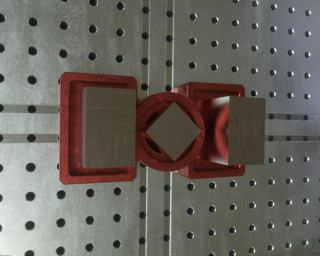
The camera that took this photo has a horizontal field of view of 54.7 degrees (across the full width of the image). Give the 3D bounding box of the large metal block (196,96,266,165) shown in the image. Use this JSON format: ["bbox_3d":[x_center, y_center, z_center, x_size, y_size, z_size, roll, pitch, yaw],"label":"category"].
[{"bbox_3d":[0.089,0.003,0.402,0.050,0.080,0.080,2,90,-20],"label":"large metal block"}]

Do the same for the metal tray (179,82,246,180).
[{"bbox_3d":[0.074,0.003,0.436,0.091,0.030,0.129,0,90,-20],"label":"metal tray"}]

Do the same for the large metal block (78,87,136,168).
[{"bbox_3d":[-0.062,-0.001,0.346,0.050,0.080,0.080,1,90,-20],"label":"large metal block"}]

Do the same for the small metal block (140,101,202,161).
[{"bbox_3d":[0.013,0.004,0.374,0.050,0.025,0.050,46,76,-14],"label":"small metal block"}]

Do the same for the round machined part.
[{"bbox_3d":[0.004,0.005,0.396,0.099,0.042,0.097,0,90,-20],"label":"round machined part"}]

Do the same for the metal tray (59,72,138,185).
[{"bbox_3d":[-0.076,0.001,0.381,0.091,0.030,0.129,1,90,-20],"label":"metal tray"}]
